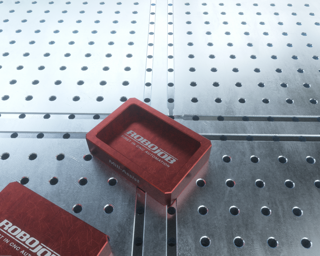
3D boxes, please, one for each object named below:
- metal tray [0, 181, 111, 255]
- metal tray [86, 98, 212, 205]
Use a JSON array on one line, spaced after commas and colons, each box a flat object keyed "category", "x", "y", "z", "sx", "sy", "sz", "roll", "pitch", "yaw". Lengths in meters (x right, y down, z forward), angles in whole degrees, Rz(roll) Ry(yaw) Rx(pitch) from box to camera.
[{"category": "metal tray", "x": -0.126, "y": 0.119, "z": 0.304, "sx": 0.130, "sy": 0.030, "sz": 0.090, "roll": 24, "pitch": 54, "yaw": 18}, {"category": "metal tray", "x": -0.014, "y": 0.023, "z": 0.385, "sx": 0.130, "sy": 0.030, "sz": 0.090, "roll": 31, "pitch": 56, "yaw": 23}]
